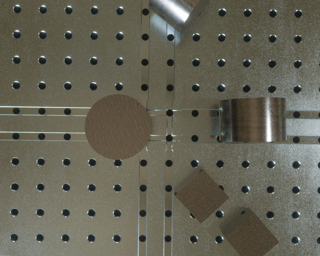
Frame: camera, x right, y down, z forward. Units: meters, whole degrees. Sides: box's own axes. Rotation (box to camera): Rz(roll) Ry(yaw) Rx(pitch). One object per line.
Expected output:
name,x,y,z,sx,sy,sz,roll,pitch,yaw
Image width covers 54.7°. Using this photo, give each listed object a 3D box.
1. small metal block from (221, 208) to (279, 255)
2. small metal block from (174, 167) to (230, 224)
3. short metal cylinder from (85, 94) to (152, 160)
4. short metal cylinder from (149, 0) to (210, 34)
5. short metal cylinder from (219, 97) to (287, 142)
small metal block,0.120,0.145,0.414,0.050,0.025,0.050,-40,90,0
small metal block,0.055,0.089,0.414,0.050,0.025,0.050,-42,90,0
short metal cylinder,-0.051,-0.001,0.400,0.081,0.050,0.079,0,90,0
short metal cylinder,0.031,-0.166,0.386,0.050,0.080,0.080,39,90,0
short metal cylinder,0.115,-0.010,0.387,0.081,0.080,0.050,-1,90,0
